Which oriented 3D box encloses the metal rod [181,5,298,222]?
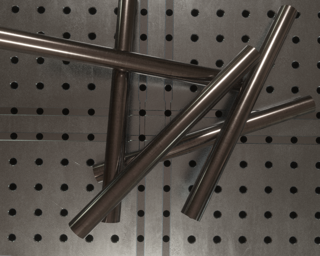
[{"bbox_3d":[0.104,-0.025,0.393,0.025,0.025,0.299,27,81,-1],"label":"metal rod"}]

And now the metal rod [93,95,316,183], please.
[{"bbox_3d":[0.058,0.014,0.414,0.302,0.025,0.025,-18,90,-1],"label":"metal rod"}]

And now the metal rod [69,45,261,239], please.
[{"bbox_3d":[0.011,0.011,0.370,0.025,0.025,0.300,45,83,0],"label":"metal rod"}]

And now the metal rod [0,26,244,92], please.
[{"bbox_3d":[-0.039,-0.081,0.377,0.302,0.025,0.025,8,90,-15],"label":"metal rod"}]

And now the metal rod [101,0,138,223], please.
[{"bbox_3d":[-0.052,-0.034,0.396,0.025,0.025,0.298,4,84,-1],"label":"metal rod"}]
